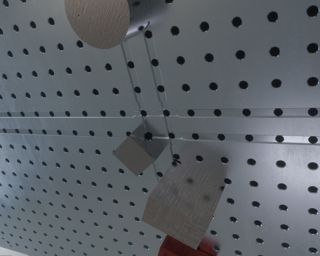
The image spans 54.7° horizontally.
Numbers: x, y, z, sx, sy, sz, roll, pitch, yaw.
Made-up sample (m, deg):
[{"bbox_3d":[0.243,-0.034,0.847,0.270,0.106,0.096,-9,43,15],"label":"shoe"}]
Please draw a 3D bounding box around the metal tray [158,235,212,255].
[{"bbox_3d":[0.036,0.256,0.547,0.090,0.030,0.129,22,127,14],"label":"metal tray"}]

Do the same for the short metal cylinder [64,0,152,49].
[{"bbox_3d":[-0.056,-0.134,0.342,0.080,0.050,0.079,13,124,21],"label":"short metal cylinder"}]

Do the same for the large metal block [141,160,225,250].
[{"bbox_3d":[0.033,0.102,0.421,0.080,0.080,0.050,25,127,12],"label":"large metal block"}]

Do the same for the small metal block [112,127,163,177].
[{"bbox_3d":[-0.033,0.035,0.451,0.050,0.025,0.050,44,129,-3],"label":"small metal block"}]
